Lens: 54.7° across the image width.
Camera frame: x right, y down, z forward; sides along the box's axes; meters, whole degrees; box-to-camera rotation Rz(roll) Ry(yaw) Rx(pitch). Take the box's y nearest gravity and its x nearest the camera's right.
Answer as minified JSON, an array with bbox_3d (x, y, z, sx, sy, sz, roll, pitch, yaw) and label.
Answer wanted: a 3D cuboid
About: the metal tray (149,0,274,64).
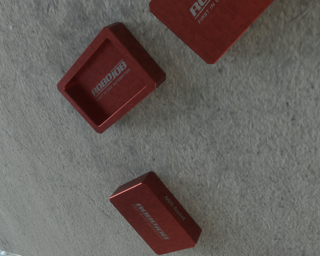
[{"bbox_3d":[0.060,-0.136,0.288,0.090,0.030,0.129,42,129,-2],"label":"metal tray"}]

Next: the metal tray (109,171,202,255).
[{"bbox_3d":[-0.008,0.139,0.492,0.090,0.030,0.130,-32,101,37],"label":"metal tray"}]

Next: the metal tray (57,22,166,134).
[{"bbox_3d":[-0.067,-0.059,0.400,0.090,0.030,0.130,49,128,-7],"label":"metal tray"}]
